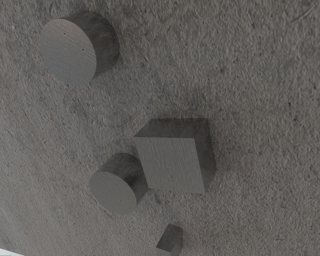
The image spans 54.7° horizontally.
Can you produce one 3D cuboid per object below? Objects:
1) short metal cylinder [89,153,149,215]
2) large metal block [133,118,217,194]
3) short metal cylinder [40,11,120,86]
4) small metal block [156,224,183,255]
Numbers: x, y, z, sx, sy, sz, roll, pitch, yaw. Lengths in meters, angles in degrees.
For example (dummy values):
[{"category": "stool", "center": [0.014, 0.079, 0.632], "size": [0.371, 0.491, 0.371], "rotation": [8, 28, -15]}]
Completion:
[{"category": "short metal cylinder", "center": [-0.059, 0.085, 0.475], "size": [0.080, 0.050, 0.079], "rotation": [13, 124, 21]}, {"category": "large metal block", "center": [0.022, 0.034, 0.400], "size": [0.080, 0.050, 0.080], "rotation": [0, 119, 28]}, {"category": "short metal cylinder", "center": [-0.098, -0.098, 0.381], "size": [0.080, 0.050, 0.079], "rotation": [13, 124, 21]}, {"category": "small metal block", "center": [0.016, 0.195, 0.503], "size": [0.025, 0.050, 0.050], "rotation": [12, 124, 21]}]
